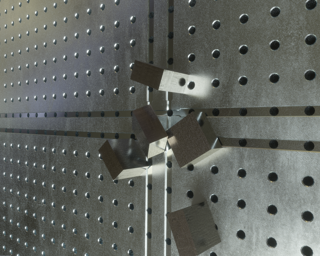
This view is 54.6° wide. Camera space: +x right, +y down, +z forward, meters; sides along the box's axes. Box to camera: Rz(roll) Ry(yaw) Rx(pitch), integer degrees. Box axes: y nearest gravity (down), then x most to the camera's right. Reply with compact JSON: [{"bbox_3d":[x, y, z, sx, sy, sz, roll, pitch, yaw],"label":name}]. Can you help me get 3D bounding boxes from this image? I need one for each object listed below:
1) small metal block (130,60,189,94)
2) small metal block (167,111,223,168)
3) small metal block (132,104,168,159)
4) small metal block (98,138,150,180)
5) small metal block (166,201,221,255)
[{"bbox_3d":[0.000,-0.065,0.394,0.050,0.050,0.025,26,107,37],"label":"small metal block"},{"bbox_3d":[0.039,0.014,0.378,0.050,0.025,0.050,-37,67,34],"label":"small metal block"},{"bbox_3d":[-0.015,0.005,0.406,0.050,0.025,0.050,61,163,22],"label":"small metal block"},{"bbox_3d":[-0.051,0.043,0.436,0.025,0.050,0.050,-47,62,30],"label":"small metal block"},{"bbox_3d":[0.040,0.117,0.361,0.025,0.050,0.050,-29,72,36],"label":"small metal block"}]
